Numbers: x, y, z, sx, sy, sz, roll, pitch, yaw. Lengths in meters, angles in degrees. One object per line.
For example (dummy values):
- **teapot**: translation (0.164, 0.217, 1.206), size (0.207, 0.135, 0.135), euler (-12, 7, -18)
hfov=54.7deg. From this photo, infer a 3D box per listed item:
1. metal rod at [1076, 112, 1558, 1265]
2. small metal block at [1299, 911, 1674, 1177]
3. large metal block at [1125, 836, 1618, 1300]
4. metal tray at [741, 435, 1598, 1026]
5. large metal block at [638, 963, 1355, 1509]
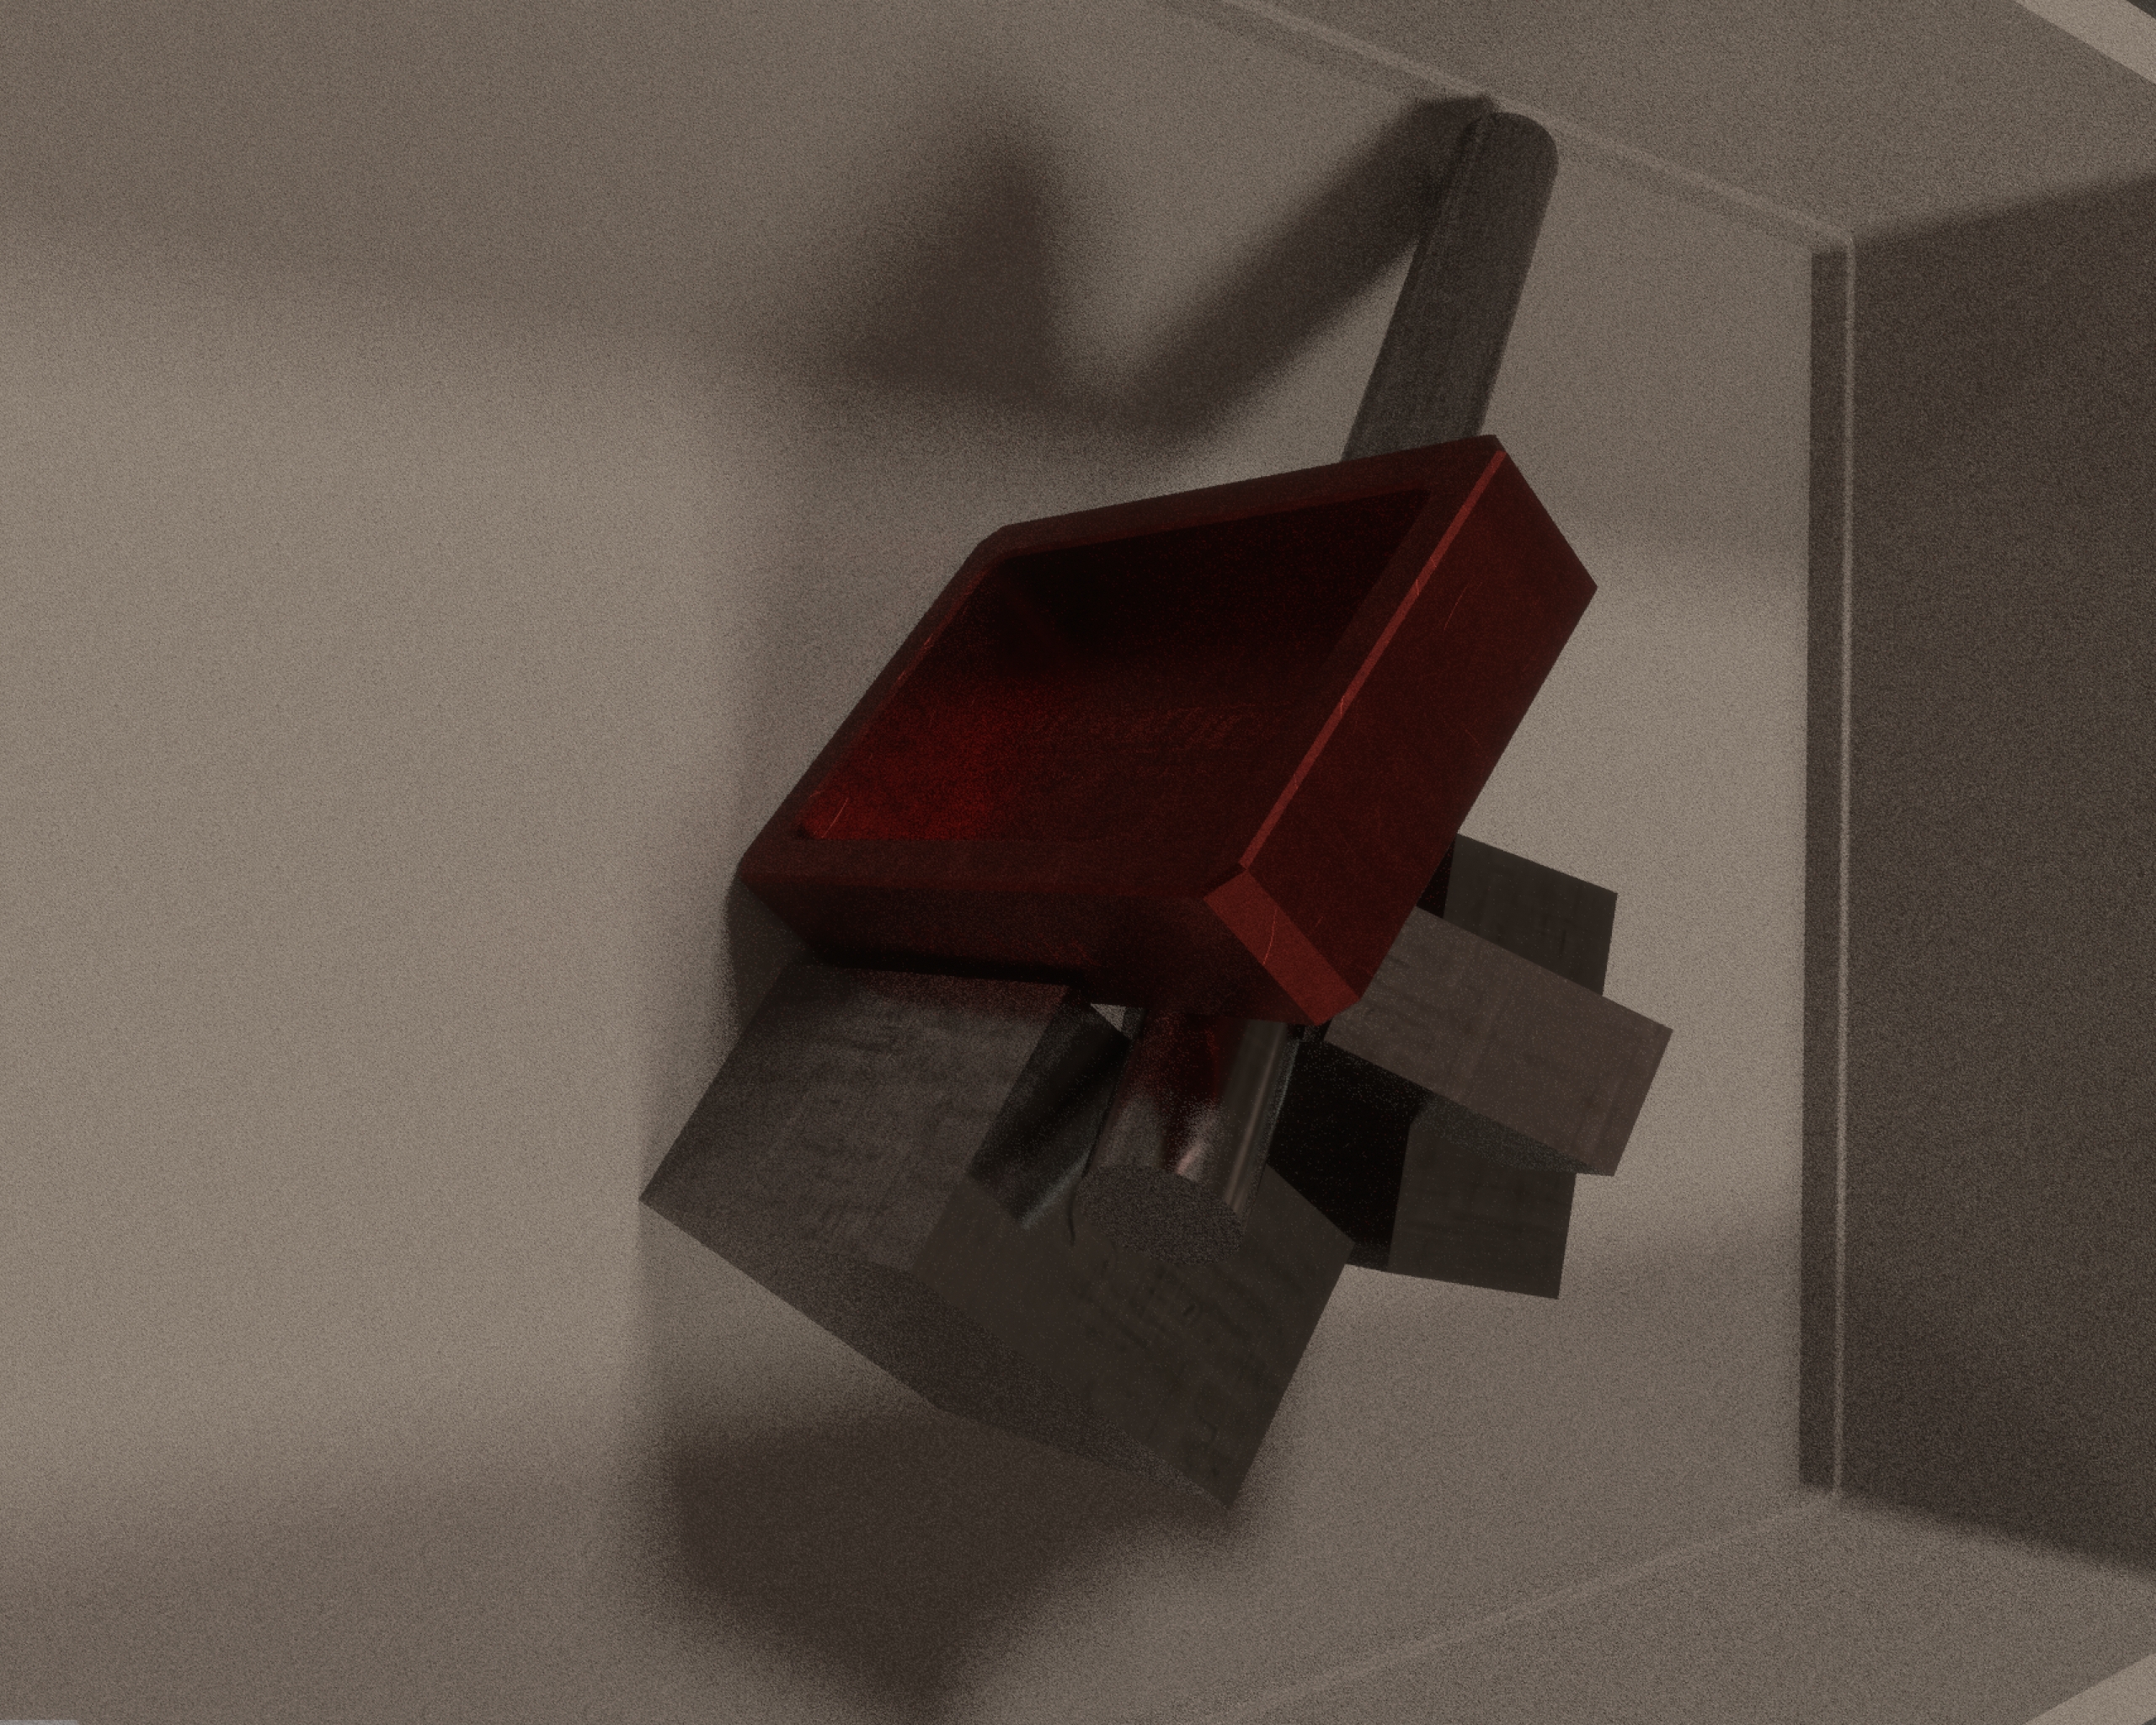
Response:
- **metal rod**: translation (0.056, -0.057, 0.395), size (0.025, 0.025, 0.300), euler (49, 44, -29)
- **small metal block**: translation (0.062, 0.029, 0.346), size (0.050, 0.050, 0.025), euler (26, 80, -5)
- **large metal block**: translation (0.054, 0.039, 0.418), size (0.050, 0.080, 0.080), euler (18, 79, -39)
- **metal tray**: translation (0.010, -0.021, 0.346), size (0.030, 0.130, 0.090), euler (48, 63, -29)
- **large metal block**: translation (-0.014, 0.062, 0.361), size (0.080, 0.080, 0.050), euler (44, 63, -32)
